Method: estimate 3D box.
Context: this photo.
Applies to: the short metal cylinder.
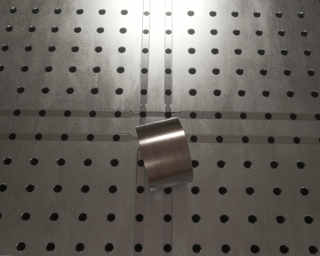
[{"bbox_3d":[0.004,0.031,0.371,0.050,0.080,0.080,-13,71,-5],"label":"short metal cylinder"}]
